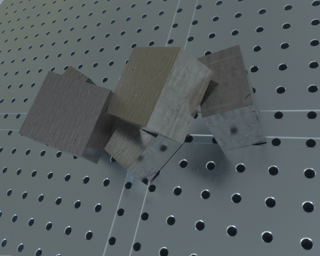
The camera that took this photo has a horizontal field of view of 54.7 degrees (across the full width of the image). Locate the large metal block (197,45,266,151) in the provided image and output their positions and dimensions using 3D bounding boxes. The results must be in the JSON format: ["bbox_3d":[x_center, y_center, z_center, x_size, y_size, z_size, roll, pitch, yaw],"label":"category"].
[{"bbox_3d":[0.080,-0.031,0.349,0.050,0.080,0.080,-15,56,19],"label":"large metal block"}]

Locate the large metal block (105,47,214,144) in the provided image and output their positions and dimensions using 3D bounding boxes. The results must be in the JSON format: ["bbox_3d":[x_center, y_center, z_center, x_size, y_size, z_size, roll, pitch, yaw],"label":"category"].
[{"bbox_3d":[-0.003,-0.037,0.326,0.080,0.050,0.080,19,84,51],"label":"large metal block"}]

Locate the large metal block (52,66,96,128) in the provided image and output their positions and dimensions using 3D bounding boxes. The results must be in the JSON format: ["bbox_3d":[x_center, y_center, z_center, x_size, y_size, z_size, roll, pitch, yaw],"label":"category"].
[{"bbox_3d":[-0.119,-0.028,0.450,0.050,0.080,0.080,34,81,38],"label":"large metal block"}]

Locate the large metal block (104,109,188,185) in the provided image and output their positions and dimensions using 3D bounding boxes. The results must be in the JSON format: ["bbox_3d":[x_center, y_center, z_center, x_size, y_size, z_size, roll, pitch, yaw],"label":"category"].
[{"bbox_3d":[-0.026,0.011,0.397,0.080,0.050,0.080,-48,52,-6],"label":"large metal block"}]

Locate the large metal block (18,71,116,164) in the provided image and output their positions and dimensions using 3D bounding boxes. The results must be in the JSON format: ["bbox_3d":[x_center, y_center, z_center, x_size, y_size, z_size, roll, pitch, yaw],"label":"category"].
[{"bbox_3d":[-0.103,-0.011,0.367,0.080,0.050,0.080,18,77,13],"label":"large metal block"}]
